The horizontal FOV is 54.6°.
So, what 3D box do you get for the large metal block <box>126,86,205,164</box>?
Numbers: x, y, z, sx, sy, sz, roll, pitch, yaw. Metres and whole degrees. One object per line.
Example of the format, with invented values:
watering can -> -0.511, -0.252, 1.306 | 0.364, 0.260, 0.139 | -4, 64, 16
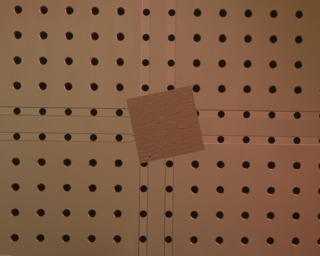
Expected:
large metal block -> 0.007, -0.004, 0.400 | 0.080, 0.050, 0.080 | -12, 90, 0
